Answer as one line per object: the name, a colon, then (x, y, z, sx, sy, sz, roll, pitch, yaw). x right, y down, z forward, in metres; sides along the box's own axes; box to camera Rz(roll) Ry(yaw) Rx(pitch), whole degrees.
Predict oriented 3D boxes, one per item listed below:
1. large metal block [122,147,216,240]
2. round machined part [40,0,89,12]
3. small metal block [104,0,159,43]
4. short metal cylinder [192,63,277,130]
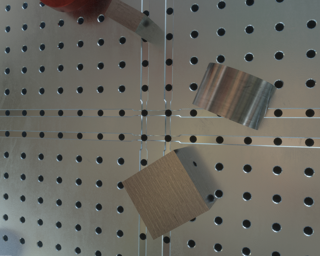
large metal block: (0.013, 0.081, 0.394, 0.080, 0.050, 0.080, -34, 79, 16)
round machined part: (-0.132, -0.216, 0.449, 0.098, 0.042, 0.097, 0, 90, 19)
small metal block: (-0.036, -0.142, 0.411, 0.050, 0.050, 0.025, 34, 101, 16)
short metal cylinder: (0.084, -0.036, 0.354, 0.080, 0.080, 0.050, 24, 98, 18)
